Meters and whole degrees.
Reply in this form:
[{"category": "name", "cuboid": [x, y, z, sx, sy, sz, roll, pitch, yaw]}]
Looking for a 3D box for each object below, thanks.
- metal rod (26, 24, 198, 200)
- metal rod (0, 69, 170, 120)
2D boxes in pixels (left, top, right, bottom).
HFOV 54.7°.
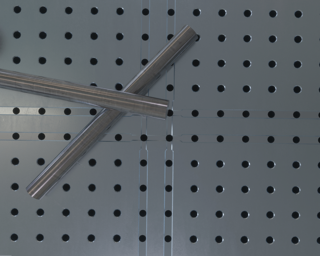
[{"category": "metal rod", "cuboid": [-0.063, -0.021, 0.412, 0.025, 0.025, 0.300, 44, 90, 0]}, {"category": "metal rod", "cuboid": [-0.138, -0.051, 0.395, 0.302, 0.025, 0.025, 11, 90, 6]}]
